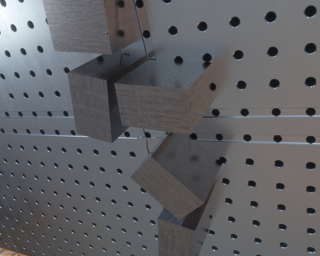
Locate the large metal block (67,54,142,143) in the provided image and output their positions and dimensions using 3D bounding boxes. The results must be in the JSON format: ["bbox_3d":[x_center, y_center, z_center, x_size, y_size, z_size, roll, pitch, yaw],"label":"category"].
[{"bbox_3d":[-0.062,-0.040,0.382,0.050,0.080,0.079,14,124,20],"label":"large metal block"}]

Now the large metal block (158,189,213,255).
[{"bbox_3d":[0.037,0.135,0.439,0.050,0.080,0.079,13,124,21],"label":"large metal block"}]

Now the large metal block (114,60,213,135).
[{"bbox_3d":[0.008,-0.039,0.346,0.080,0.080,0.050,8,122,24],"label":"large metal block"}]

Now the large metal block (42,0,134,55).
[{"bbox_3d":[-0.082,-0.133,0.355,0.080,0.050,0.079,9,122,23],"label":"large metal block"}]

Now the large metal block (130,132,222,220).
[{"bbox_3d":[0.023,0.054,0.395,0.080,0.080,0.050,42,129,-1],"label":"large metal block"}]
